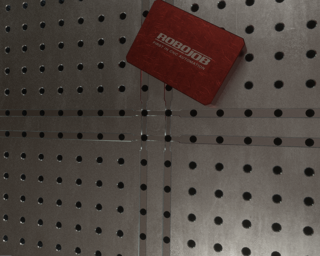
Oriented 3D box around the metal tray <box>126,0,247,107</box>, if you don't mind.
[{"bbox_3d":[0.032,-0.096,0.398,0.130,0.030,0.090,32,100,16],"label":"metal tray"}]
